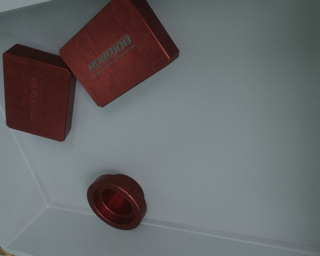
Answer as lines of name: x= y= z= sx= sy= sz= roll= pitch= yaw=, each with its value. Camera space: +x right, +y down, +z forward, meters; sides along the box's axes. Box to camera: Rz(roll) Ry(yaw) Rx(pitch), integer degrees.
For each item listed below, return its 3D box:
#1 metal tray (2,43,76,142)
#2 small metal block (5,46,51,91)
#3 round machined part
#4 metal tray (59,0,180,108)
metal tray: x=-0.173 y=-0.046 z=0.448 sx=0.091 sy=0.030 sz=0.129 roll=16 pitch=127 yaw=-4
small metal block: x=-0.193 y=-0.087 z=0.454 sx=0.050 sy=0.025 sz=0.050 roll=16 pitch=125 yaw=18
round machined part: x=-0.065 y=0.114 z=0.500 sx=0.098 sy=0.042 sz=0.097 roll=13 pitch=124 yaw=20
metal tray: x=-0.053 y=-0.091 z=0.376 sx=0.130 sy=0.030 sz=0.090 roll=-26 pitch=104 yaw=37
